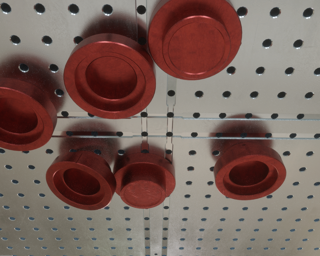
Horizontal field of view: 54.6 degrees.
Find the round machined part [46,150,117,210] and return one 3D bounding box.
[{"bbox_3d":[-0.110,0.071,0.451,0.098,0.042,0.097,7,127,10],"label":"round machined part"}]

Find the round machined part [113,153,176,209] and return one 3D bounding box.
[{"bbox_3d":[-0.025,0.087,0.474,0.099,0.042,0.097,0,130,0],"label":"round machined part"}]

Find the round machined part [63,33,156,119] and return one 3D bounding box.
[{"bbox_3d":[-0.054,-0.060,0.348,0.099,0.042,0.097,0,130,0],"label":"round machined part"}]

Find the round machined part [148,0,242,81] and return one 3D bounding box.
[{"bbox_3d":[0.036,-0.091,0.323,0.099,0.042,0.097,0,130,0],"label":"round machined part"}]

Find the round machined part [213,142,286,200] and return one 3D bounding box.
[{"bbox_3d":[0.127,0.059,0.451,0.099,0.042,0.097,0,130,0],"label":"round machined part"}]

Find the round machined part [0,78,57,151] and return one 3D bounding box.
[{"bbox_3d":[-0.176,-0.020,0.381,0.099,0.042,0.097,0,130,0],"label":"round machined part"}]
